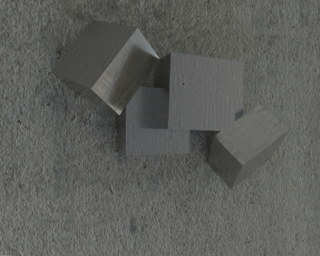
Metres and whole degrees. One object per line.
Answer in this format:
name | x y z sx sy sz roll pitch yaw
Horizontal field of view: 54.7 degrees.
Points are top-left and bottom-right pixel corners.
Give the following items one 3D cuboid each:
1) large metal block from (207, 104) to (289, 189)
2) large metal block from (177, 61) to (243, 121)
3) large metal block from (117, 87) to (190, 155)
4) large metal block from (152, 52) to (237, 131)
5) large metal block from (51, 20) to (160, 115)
large metal block | 0.115 0.027 0.418 0.080 0.080 0.050 -33 63 -17
large metal block | 0.065 -0.049 0.423 0.081 0.050 0.079 0 90 -21
large metal block | -0.010 -0.008 0.392 0.081 0.050 0.079 0 90 -21
large metal block | 0.039 -0.037 0.357 0.081 0.050 0.079 2 89 -20
large metal block | -0.062 -0.071 0.351 0.080 0.080 0.050 -56 140 -12
